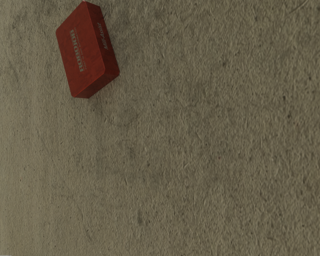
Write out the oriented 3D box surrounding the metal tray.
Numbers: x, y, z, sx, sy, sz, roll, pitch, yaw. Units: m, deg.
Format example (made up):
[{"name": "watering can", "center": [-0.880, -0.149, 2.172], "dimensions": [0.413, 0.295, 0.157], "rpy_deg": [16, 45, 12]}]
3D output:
[{"name": "metal tray", "center": [-0.120, -0.124, 0.501], "dimensions": [0.090, 0.030, 0.129], "rpy_deg": [-28, 72, 36]}]
